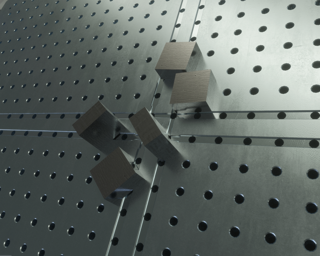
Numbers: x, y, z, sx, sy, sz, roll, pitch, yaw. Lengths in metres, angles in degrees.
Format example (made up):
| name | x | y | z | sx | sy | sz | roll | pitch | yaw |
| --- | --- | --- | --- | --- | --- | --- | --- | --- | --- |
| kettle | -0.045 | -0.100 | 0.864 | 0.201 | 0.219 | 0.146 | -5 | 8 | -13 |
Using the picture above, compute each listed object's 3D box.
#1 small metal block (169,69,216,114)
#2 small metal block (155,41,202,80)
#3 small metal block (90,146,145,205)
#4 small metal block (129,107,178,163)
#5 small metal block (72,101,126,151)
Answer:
| name | x | y | z | sx | sy | sz | roll | pitch | yaw |
| --- | --- | --- | --- | --- | --- | --- | --- | --- | --- |
| small metal block | 0.045 | -0.048 | 0.415 | 0.050 | 0.025 | 0.050 | -2 | 61 | 27 |
| small metal block | 0.027 | -0.099 | 0.455 | 0.050 | 0.025 | 0.050 | 8 | 65 | 31 |
| small metal block | -0.056 | 0.061 | 0.401 | 0.050 | 0.025 | 0.050 | -40 | 51 | 1 |
| small metal block | -0.008 | 0.009 | 0.392 | 0.025 | 0.050 | 0.050 | -36 | 51 | 4 |
| small metal block | -0.086 | -0.002 | 0.440 | 0.050 | 0.050 | 0.025 | -43 | 51 | -1 |
